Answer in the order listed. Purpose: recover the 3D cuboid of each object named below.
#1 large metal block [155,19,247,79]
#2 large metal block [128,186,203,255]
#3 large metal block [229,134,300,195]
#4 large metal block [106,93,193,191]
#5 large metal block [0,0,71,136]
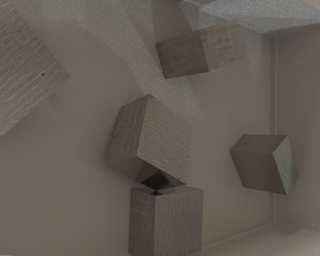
[{"bbox_3d":[0.055,-0.105,0.416,0.081,0.080,0.050,-27,107,-37],"label":"large metal block"},{"bbox_3d":[0.009,0.119,0.398,0.081,0.050,0.080,3,88,-40],"label":"large metal block"},{"bbox_3d":[0.174,0.058,0.516,0.050,0.080,0.080,-39,114,-33],"label":"large metal block"},{"bbox_3d":[-0.009,0.020,0.368,0.080,0.050,0.080,35,50,-35],"label":"large metal block"},{"bbox_3d":[-0.142,-0.050,0.271,0.080,0.050,0.080,-50,120,-28],"label":"large metal block"}]
